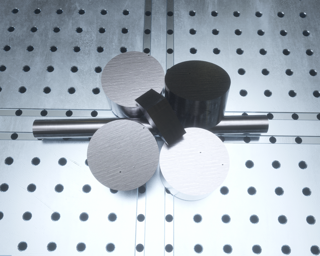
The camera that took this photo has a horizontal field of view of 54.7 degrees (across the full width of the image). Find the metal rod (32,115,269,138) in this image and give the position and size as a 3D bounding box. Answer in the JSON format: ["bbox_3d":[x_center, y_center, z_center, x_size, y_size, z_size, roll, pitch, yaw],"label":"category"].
[{"bbox_3d":[-0.011,-0.002,0.408,0.302,0.025,0.025,-1,70,-1],"label":"metal rod"}]

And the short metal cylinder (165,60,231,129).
[{"bbox_3d":[0.046,-0.043,0.396,0.081,0.050,0.080,0,47,0],"label":"short metal cylinder"}]

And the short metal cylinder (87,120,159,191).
[{"bbox_3d":[-0.041,0.030,0.370,0.081,0.050,0.079,0,90,-1],"label":"short metal cylinder"}]

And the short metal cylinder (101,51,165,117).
[{"bbox_3d":[-0.034,-0.054,0.414,0.081,0.050,0.080,0,70,0],"label":"short metal cylinder"}]

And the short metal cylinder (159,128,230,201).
[{"bbox_3d":[0.040,0.045,0.378,0.081,0.050,0.080,0,70,0],"label":"short metal cylinder"}]

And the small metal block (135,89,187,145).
[{"bbox_3d":[0.000,-0.014,0.362,0.025,0.050,0.050,-35,116,-6],"label":"small metal block"}]
